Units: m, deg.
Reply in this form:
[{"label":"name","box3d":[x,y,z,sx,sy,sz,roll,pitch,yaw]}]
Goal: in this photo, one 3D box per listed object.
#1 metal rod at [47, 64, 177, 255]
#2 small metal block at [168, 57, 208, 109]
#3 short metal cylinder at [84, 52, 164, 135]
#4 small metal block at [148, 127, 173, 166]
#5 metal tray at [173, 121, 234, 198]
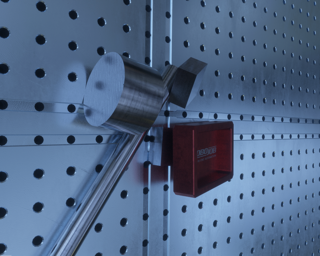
[{"label":"metal rod","box3d":[-0.050,0.042,0.366,0.025,0.025,0.300,45,63,-31]},{"label":"small metal block","box3d":[0.037,-0.061,0.414,0.050,0.025,0.050,-49,160,-54]},{"label":"short metal cylinder","box3d":[-0.041,-0.036,0.339,0.050,0.080,0.080,15,81,-39]},{"label":"small metal block","box3d":[0.014,0.026,0.421,0.050,0.025,0.050,7,86,-40]},{"label":"metal tray","box3d":[0.065,0.037,0.436,0.131,0.030,0.089,-6,97,-55]}]
